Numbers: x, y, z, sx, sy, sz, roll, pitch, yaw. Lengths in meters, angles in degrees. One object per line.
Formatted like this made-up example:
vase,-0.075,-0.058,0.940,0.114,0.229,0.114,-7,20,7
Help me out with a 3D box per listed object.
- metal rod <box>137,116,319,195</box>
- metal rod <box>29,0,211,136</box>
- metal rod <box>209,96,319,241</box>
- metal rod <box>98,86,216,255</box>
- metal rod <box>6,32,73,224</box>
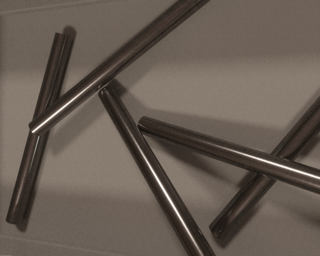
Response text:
metal rod,0.104,0.036,0.349,0.300,0.025,0.025,18,96,27
metal rod,-0.062,-0.085,0.419,0.300,0.025,0.025,-36,79,11
metal rod,0.158,0.013,0.354,0.025,0.025,0.299,40,102,15
metal rod,-0.003,0.061,0.368,0.025,0.025,0.299,-41,61,15
metal rod,-0.186,0.005,0.474,0.025,0.025,0.298,19,96,18
